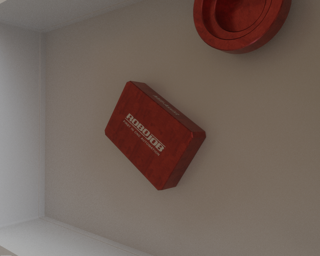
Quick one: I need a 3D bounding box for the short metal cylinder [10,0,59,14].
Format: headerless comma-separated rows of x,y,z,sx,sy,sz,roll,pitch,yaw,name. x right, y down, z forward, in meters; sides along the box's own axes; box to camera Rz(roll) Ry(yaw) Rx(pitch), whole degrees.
-0.227,-0.249,0.557,0.080,0.081,0.050,-13,82,39,short metal cylinder

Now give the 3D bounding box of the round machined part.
0.087,-0.126,0.323,0.098,0.042,0.097,0,90,39,round machined part

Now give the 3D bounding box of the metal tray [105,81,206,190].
-0.012,0.007,0.412,0.130,0.030,0.089,42,115,31,metal tray
